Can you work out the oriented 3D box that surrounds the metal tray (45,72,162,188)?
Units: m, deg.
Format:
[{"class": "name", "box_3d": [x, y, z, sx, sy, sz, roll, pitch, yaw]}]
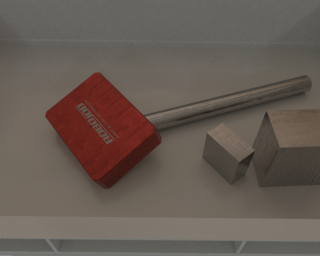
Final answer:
[{"class": "metal tray", "box_3d": [-0.073, -0.002, 0.384, 0.090, 0.030, 0.130, -41, 60, -8]}]

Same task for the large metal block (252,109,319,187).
[{"class": "large metal block", "box_3d": [0.156, 0.024, 0.351, 0.081, 0.080, 0.050, -2, 50, -2]}]

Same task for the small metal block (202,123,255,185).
[{"class": "small metal block", "box_3d": [0.079, 0.031, 0.364, 0.025, 0.050, 0.050, -30, 57, -23]}]

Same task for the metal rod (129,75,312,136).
[{"class": "metal rod", "box_3d": [0.076, -0.030, 0.431, 0.302, 0.025, 0.025, -15, 52, -13]}]
